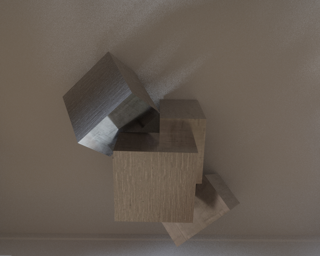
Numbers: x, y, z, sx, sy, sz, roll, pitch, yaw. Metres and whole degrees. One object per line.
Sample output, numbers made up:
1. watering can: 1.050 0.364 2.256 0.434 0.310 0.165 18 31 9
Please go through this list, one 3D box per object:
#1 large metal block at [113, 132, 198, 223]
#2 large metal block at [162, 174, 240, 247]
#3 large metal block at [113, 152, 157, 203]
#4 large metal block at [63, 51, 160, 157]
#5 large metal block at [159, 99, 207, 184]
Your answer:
1. large metal block: -0.005 0.051 0.329 0.081 0.050 0.079 2 110 -1
2. large metal block: 0.053 0.105 0.412 0.080 0.080 0.050 -39 71 13
3. large metal block: -0.029 0.059 0.402 0.050 0.080 0.079 1 110 -1
4. large metal block: -0.059 -0.028 0.362 0.080 0.080 0.050 -41 140 13
5. large metal block: 0.024 0.014 0.384 0.050 0.080 0.079 1 110 -1
